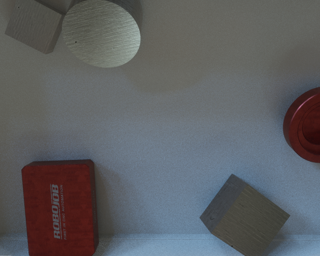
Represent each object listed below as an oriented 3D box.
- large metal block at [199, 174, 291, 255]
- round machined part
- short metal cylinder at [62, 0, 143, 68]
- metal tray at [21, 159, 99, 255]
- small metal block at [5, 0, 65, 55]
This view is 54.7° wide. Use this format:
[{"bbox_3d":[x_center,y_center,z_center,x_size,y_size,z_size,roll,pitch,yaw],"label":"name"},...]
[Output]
[{"bbox_3d":[0.117,0.124,0.435,0.080,0.050,0.080,37,89,-13],"label":"large metal block"},{"bbox_3d":[0.209,-0.007,0.403,0.099,0.042,0.097,0,110,-1],"label":"round machined part"},{"bbox_3d":[-0.060,-0.113,0.338,0.081,0.050,0.080,0,138,0],"label":"short metal cylinder"},{"bbox_3d":[-0.137,0.111,0.431,0.091,0.030,0.129,-2,96,0],"label":"metal tray"},{"bbox_3d":[-0.145,-0.122,0.364,0.050,0.025,0.050,26,108,-10],"label":"small metal block"}]
